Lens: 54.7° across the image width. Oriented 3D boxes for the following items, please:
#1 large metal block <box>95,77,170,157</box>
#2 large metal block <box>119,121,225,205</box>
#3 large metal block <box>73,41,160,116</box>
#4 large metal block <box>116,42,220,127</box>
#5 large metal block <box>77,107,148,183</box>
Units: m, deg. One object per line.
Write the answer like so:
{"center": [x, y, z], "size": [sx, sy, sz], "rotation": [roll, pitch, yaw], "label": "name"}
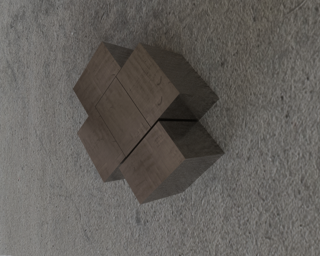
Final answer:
{"center": [-0.019, -0.014, 0.385], "size": [0.050, 0.081, 0.080], "rotation": [-50, 61, 28], "label": "large metal block"}
{"center": [0.014, 0.038, 0.358], "size": [0.080, 0.081, 0.050], "rotation": [-49, 61, 28], "label": "large metal block"}
{"center": [-0.055, -0.060, 0.414], "size": [0.080, 0.081, 0.050], "rotation": [-49, 61, 28], "label": "large metal block"}
{"center": [0.010, -0.047, 0.361], "size": [0.050, 0.081, 0.080], "rotation": [-50, 61, 28], "label": "large metal block"}
{"center": [-0.048, 0.020, 0.409], "size": [0.050, 0.081, 0.080], "rotation": [-50, 61, 28], "label": "large metal block"}
